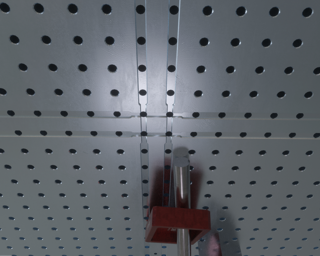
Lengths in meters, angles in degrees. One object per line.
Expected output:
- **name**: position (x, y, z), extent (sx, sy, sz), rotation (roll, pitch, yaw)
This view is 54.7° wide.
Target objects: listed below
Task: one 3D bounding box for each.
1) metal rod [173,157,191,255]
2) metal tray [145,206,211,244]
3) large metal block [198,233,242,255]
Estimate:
- **metal rod**: position (0.040, 0.178, 0.531), extent (0.025, 0.025, 0.298), rotation (-3, 121, 2)
- **metal tray**: position (0.026, 0.169, 0.525), extent (0.091, 0.030, 0.129), rotation (6, 149, -5)
- **large metal block**: position (0.121, 0.265, 0.602), extent (0.050, 0.080, 0.080), rotation (-34, 123, 25)
